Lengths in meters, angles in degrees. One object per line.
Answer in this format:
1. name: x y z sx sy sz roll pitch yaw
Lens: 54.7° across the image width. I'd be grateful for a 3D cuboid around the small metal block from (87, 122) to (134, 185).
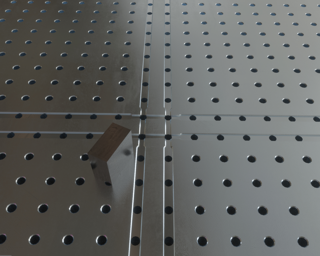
1. small metal block: -0.056 0.031 0.365 0.025 0.050 0.050 22 53 17
